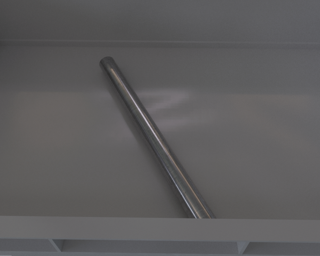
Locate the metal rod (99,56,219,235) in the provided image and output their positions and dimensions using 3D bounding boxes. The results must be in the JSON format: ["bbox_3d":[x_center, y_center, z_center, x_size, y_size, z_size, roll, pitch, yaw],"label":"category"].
[{"bbox_3d":[-0.017,0.000,0.404,0.025,0.025,0.300,-21,53,-17],"label":"metal rod"}]
